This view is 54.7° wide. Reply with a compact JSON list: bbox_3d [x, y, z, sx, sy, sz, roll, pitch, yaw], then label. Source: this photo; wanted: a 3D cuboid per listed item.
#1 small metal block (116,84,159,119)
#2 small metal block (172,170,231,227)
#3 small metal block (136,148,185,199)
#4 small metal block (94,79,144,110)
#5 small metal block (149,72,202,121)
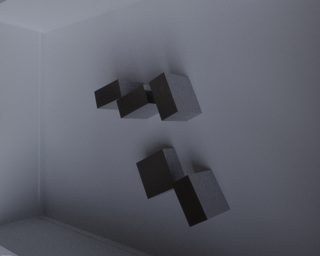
[{"bbox_3d":[-0.019,-0.033,0.405,0.050,0.050,0.025,-25,75,37],"label":"small metal block"},{"bbox_3d":[0.047,0.078,0.350,0.025,0.050,0.050,-36,68,34],"label":"small metal block"},{"bbox_3d":[0.002,0.059,0.404,0.050,0.025,0.050,-31,71,35],"label":"small metal block"},{"bbox_3d":[-0.054,-0.045,0.433,0.050,0.050,0.025,-19,78,38],"label":"small metal block"},{"bbox_3d":[0.019,-0.036,0.373,0.025,0.050,0.050,-29,72,36],"label":"small metal block"}]
